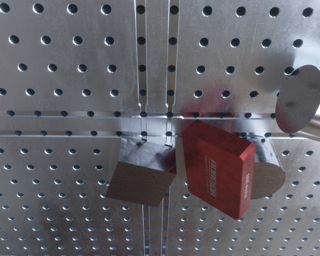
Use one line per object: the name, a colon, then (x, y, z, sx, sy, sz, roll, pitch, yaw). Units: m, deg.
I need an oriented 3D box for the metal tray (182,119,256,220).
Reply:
metal tray: (0.079, 0.059, 0.424, 0.090, 0.030, 0.129, 26, 141, 34)

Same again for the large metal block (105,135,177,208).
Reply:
large metal block: (-0.029, 0.065, 0.450, 0.081, 0.050, 0.079, 15, 129, -13)

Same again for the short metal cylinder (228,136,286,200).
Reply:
short metal cylinder: (0.132, 0.058, 0.446, 0.081, 0.050, 0.079, 0, 130, 0)

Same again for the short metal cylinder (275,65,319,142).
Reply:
short metal cylinder: (0.178, -0.027, 0.355, 0.050, 0.080, 0.079, 14, 129, -12)
